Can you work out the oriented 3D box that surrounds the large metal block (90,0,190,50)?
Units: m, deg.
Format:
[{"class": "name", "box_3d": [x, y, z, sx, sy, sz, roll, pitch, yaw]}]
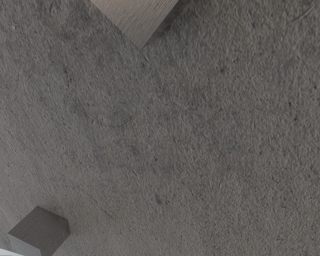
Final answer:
[{"class": "large metal block", "box_3d": [-0.016, -0.141, 0.311, 0.080, 0.050, 0.080, 44, 129, -3]}]

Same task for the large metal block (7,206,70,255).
[{"class": "large metal block", "box_3d": [-0.246, 0.218, 0.636, 0.080, 0.080, 0.050, 17, 125, 18]}]
